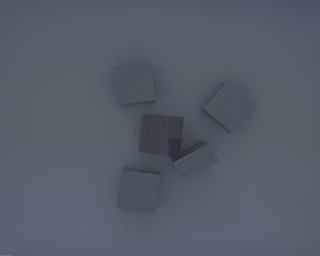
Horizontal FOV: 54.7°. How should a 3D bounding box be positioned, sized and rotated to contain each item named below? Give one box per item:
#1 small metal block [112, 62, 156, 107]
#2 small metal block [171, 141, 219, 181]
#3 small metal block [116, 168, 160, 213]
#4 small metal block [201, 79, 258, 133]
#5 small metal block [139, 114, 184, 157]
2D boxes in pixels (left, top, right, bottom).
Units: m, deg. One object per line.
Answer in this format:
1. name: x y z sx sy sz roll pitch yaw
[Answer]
1. small metal block: -0.034 -0.057 0.411 0.050 0.025 0.050 -9 90 -1
2. small metal block: 0.043 0.040 0.399 0.050 0.050 0.025 -28 92 0
3. small metal block: -0.028 0.082 0.411 0.050 0.025 0.050 8 90 -1
4. small metal block: 0.092 -0.028 0.413 0.050 0.025 0.050 40 90 -1
5. small metal block: 0.001 0.009 0.397 0.025 0.050 0.050 6 90 -45
